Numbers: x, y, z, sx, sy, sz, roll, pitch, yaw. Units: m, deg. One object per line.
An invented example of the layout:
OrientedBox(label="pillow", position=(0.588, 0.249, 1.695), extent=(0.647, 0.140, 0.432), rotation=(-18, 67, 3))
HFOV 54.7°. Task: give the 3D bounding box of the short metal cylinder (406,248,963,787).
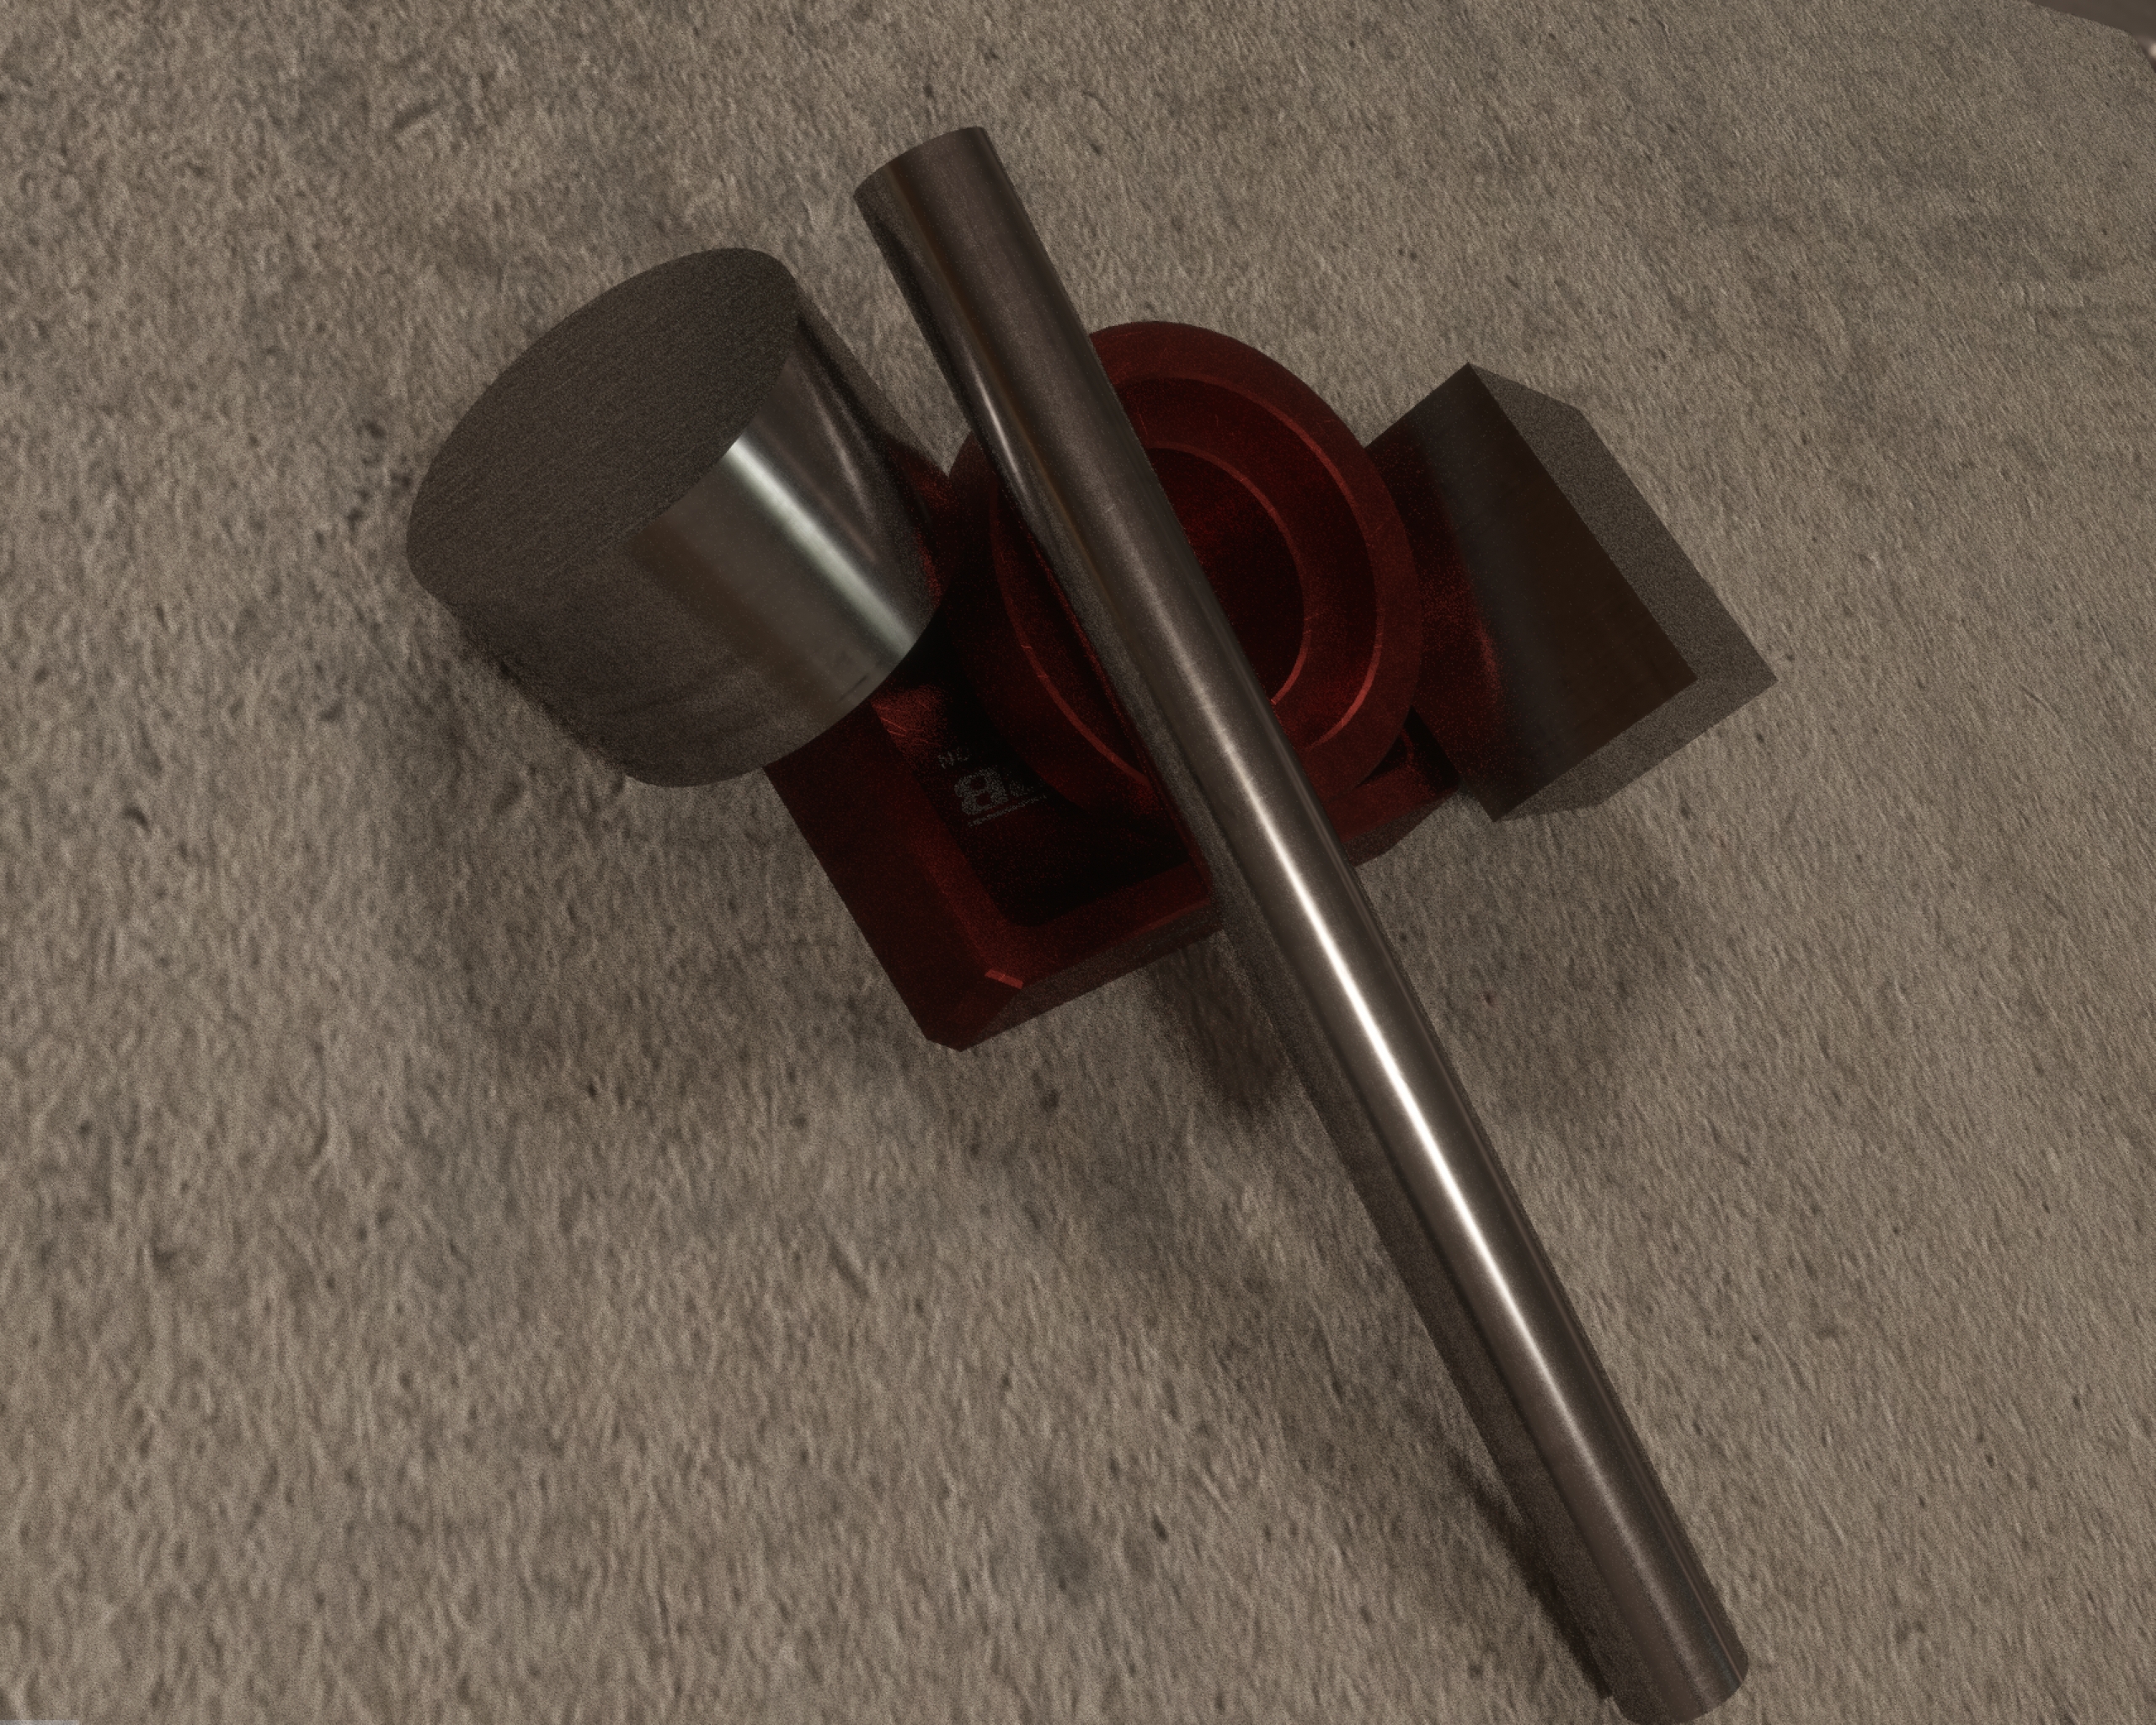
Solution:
OrientedBox(label="short metal cylinder", position=(-0.068, -0.060, 0.363), extent=(0.050, 0.080, 0.080), rotation=(50, 39, -42))

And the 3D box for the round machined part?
OrientedBox(label="round machined part", position=(0.016, -0.051, 0.404), extent=(0.099, 0.042, 0.098), rotation=(10, 72, -31))

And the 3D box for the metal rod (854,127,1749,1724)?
OrientedBox(label="metal rod", position=(0.041, 0.015, 0.364), extent=(0.025, 0.025, 0.299), rotation=(-31, 96, -38))

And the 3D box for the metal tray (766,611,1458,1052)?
OrientedBox(label="metal tray", position=(0.006, -0.027, 0.423), extent=(0.131, 0.030, 0.090), rotation=(-23, 74, -36))

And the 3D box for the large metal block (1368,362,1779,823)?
OrientedBox(label="large metal block", position=(0.102, -0.058, 0.460), extent=(0.080, 0.050, 0.080), rotation=(58, 27, 13))
